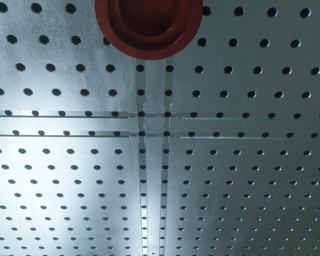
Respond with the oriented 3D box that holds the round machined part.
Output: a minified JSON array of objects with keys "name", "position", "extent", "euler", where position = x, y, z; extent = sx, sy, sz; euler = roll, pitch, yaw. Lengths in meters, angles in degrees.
[{"name":"round machined part","position":[-0.010,-0.119,0.299],"extent":[0.099,0.042,0.097],"euler":[-1,130,0]}]
